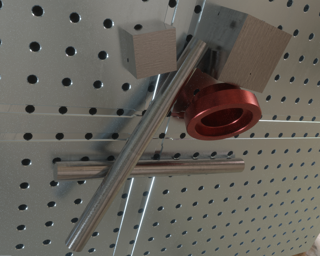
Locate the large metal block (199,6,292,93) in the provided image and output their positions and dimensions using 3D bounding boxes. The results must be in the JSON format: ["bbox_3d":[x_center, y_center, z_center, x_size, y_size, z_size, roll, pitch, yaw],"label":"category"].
[{"bbox_3d":[0.106,-0.098,0.395,0.081,0.050,0.079,9,114,-33],"label":"large metal block"}]

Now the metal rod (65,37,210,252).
[{"bbox_3d":[-0.030,0.023,0.385,0.025,0.025,0.299,30,94,-38],"label":"metal rod"}]

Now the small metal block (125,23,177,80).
[{"bbox_3d":[-0.010,-0.088,0.353,0.050,0.025,0.050,-17,125,-19],"label":"small metal block"}]

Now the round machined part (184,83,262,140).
[{"bbox_3d":[0.080,-0.024,0.413,0.099,0.042,0.098,-7,152,-4],"label":"round machined part"}]

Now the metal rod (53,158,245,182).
[{"bbox_3d":[0.004,0.058,0.451,0.303,0.025,0.025,2,117,-30],"label":"metal rod"}]
